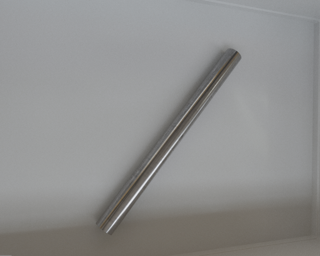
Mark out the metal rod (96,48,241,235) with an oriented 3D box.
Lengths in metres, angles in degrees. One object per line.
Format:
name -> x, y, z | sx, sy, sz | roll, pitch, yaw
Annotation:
metal rod -> 0.019, 0.009, 0.418 | 0.025, 0.025, 0.300 | 41, 77, -16
